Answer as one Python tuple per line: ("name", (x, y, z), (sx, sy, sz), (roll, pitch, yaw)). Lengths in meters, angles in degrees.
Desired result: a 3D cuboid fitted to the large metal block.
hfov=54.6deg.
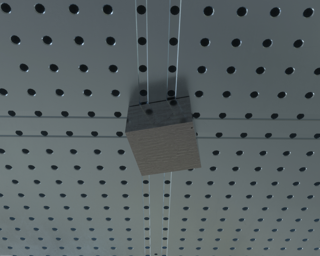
("large metal block", (0.007, 0.012, 0.404), (0.080, 0.050, 0.080), (-9, 130, 8))
